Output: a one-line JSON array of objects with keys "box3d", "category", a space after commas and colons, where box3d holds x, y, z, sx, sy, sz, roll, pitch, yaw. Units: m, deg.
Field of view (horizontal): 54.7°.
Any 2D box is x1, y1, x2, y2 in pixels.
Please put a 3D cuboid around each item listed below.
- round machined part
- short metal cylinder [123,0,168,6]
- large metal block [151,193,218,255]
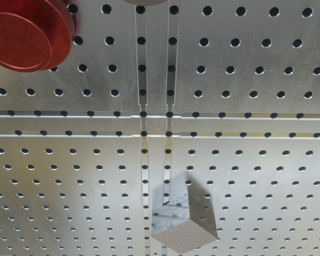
[{"box3d": [-0.139, -0.094, 0.309, 0.099, 0.042, 0.097, 0, 140, 0], "category": "round machined part"}, {"box3d": [-0.013, -0.153, 0.265, 0.081, 0.050, 0.079, 0, 130, 0], "category": "short metal cylinder"}, {"box3d": [0.042, 0.169, 0.540, 0.080, 0.050, 0.080, -33, 123, 24], "category": "large metal block"}]
